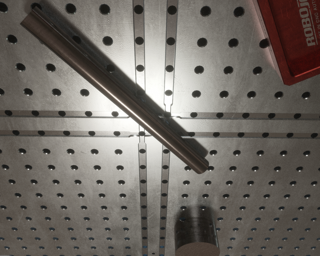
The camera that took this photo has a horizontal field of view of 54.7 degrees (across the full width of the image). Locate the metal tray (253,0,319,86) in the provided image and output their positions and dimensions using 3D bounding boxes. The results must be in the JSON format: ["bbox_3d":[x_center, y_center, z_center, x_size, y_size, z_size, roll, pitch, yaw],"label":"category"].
[{"bbox_3d":[0.152,-0.114,0.313,0.090,0.030,0.130,-22,127,17],"label":"metal tray"}]

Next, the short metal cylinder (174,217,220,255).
[{"bbox_3d":[0.067,0.210,0.575,0.081,0.050,0.079,0,130,0],"label":"short metal cylinder"}]

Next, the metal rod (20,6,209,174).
[{"bbox_3d":[-0.035,-0.028,0.387,0.025,0.025,0.300,-33,123,25],"label":"metal rod"}]
